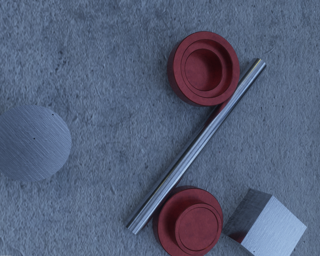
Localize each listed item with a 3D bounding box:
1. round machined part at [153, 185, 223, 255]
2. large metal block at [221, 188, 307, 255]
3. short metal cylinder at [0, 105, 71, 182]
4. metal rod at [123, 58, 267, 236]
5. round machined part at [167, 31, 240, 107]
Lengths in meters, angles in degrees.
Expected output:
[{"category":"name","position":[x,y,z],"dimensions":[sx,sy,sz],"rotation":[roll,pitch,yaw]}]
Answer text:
[{"category":"round machined part","position":[0.043,0.130,0.416],"dimensions":[0.099,0.042,0.097],"rotation":[0,90,-20]},{"category":"large metal block","position":[0.151,0.148,0.452],"dimensions":[0.080,0.050,0.080],"rotation":[42,77,-15]},{"category":"short metal cylinder","position":[-0.142,0.016,0.343],"dimensions":[0.081,0.050,0.080],"rotation":[0,90,-20]},{"category":"metal rod","position":[0.055,0.017,0.429],"dimensions":[0.025,0.025,0.300],"rotation":[43,76,-15]},{"category":"round machined part","position":[0.055,-0.077,0.420],"dimensions":[0.099,0.042,0.097],"rotation":[0,90,-20]}]
